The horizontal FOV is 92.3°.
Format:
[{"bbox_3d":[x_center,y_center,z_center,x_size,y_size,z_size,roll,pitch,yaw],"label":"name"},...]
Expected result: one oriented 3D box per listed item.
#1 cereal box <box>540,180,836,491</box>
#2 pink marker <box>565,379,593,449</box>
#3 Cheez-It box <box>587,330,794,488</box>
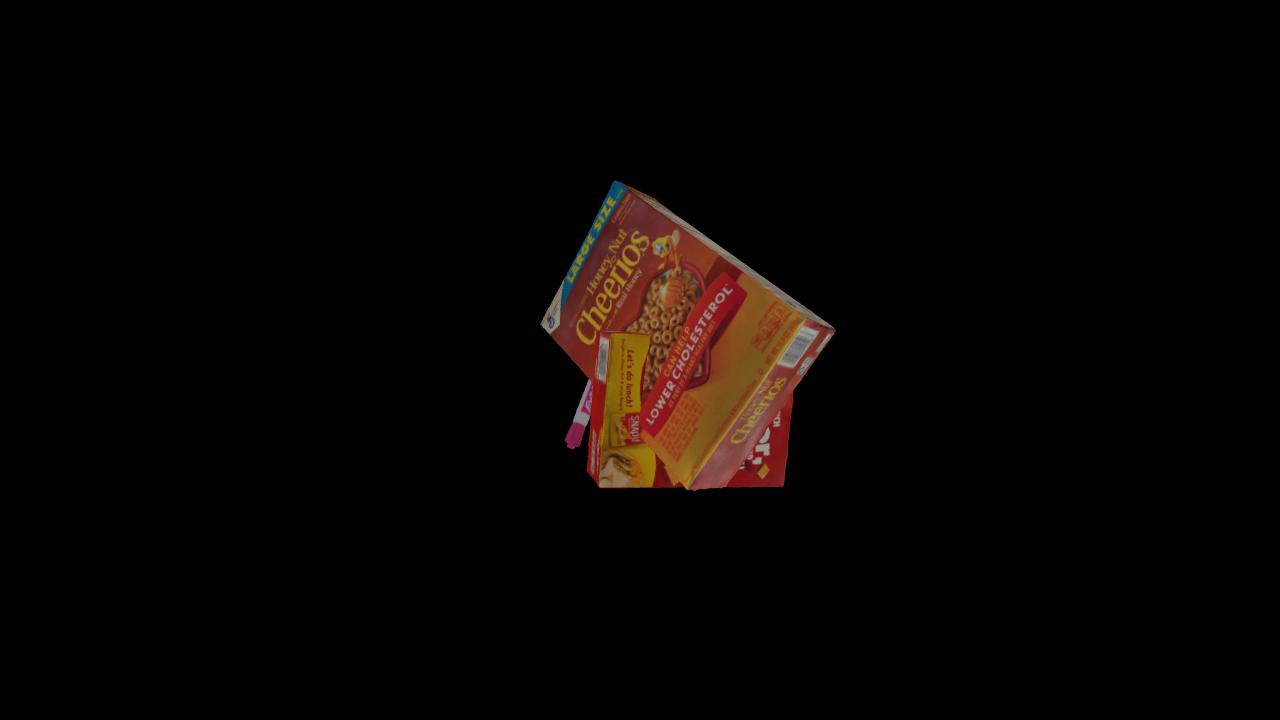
[{"bbox_3d":[0.029,-0.037,0.669,0.081,0.203,0.306,10,28,-49],"label":"cereal box"},{"bbox_3d":[-0.060,0.048,0.716,0.020,0.121,0.020,15,-28,8],"label":"pink marker"},{"bbox_3d":[0.058,0.054,0.686,0.223,0.166,0.071,2,6,-17],"label":"Cheez-It box"}]
